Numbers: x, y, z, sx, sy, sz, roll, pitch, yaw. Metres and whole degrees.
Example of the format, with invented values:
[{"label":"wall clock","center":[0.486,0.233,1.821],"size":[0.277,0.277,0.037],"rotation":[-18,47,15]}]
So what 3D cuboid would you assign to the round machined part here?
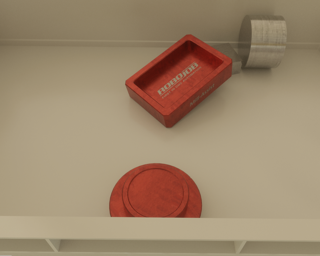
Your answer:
[{"label":"round machined part","center":[-0.004,0.078,0.329],"size":[0.099,0.042,0.098],"rotation":[0,50,0]}]

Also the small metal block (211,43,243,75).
[{"label":"small metal block","center":[0.096,-0.108,0.497],"size":[0.050,0.025,0.050],"rotation":[-13,51,-11]}]

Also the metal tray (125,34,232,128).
[{"label":"metal tray","center":[0.028,-0.071,0.445],"size":[0.130,0.030,0.090],"rotation":[-40,60,-16]}]

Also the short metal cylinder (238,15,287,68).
[{"label":"short metal cylinder","center":[0.157,-0.134,0.484],"size":[0.050,0.080,0.080],"rotation":[1,50,0]}]
